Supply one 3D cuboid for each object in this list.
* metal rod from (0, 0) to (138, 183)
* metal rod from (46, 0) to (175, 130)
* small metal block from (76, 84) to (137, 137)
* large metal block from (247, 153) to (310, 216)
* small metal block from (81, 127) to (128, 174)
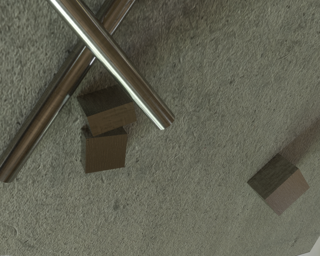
[{"bbox_3d":[-0.085,-0.065,0.320,0.025,0.025,0.299,30,102,-38],"label":"metal rod"},{"bbox_3d":[-0.077,-0.104,0.274,0.025,0.025,0.300,-41,122,-1],"label":"metal rod"},{"bbox_3d":[-0.060,-0.021,0.346,0.050,0.050,0.025,-21,127,-17],"label":"small metal block"},{"bbox_3d":[0.223,0.107,0.582,0.080,0.050,0.080,-44,130,2],"label":"large metal block"},{"bbox_3d":[-0.070,0.025,0.385,0.050,0.025,0.050,-7,122,-26],"label":"small metal block"}]
